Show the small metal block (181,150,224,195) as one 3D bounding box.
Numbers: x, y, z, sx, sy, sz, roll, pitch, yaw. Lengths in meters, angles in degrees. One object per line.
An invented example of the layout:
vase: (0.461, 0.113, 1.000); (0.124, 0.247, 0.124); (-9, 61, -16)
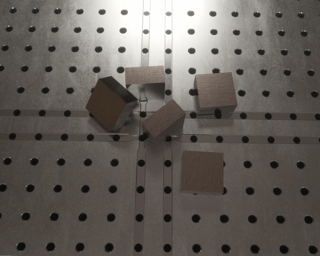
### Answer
small metal block: (0.053, 0.057, 0.392); (0.050, 0.025, 0.050); (4, 70, 1)

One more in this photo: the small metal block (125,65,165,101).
small metal block: (-0.020, -0.060, 0.420); (0.050, 0.050, 0.025); (-4, 70, -2)

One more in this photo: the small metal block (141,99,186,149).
small metal block: (0.005, -0.004, 0.400); (0.050, 0.050, 0.025); (-38, 75, -13)

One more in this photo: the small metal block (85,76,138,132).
small metal block: (-0.064, -0.032, 0.407); (0.050, 0.050, 0.025); (42, 33, 13)

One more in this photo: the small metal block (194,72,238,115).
small metal block: (0.076, -0.048, 0.430); (0.050, 0.025, 0.050); (-4, 70, -2)
